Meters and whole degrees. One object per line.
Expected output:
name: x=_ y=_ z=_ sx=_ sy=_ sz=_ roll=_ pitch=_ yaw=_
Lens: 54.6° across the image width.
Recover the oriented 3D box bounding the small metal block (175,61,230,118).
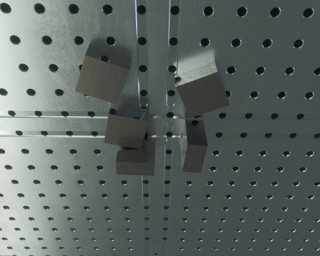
small metal block: x=0.051 y=-0.045 z=0.373 sx=0.050 sy=0.025 sz=0.050 roll=-18 pitch=128 yaw=15

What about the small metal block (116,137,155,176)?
small metal block: x=-0.032 y=0.038 z=0.427 sx=0.050 sy=0.050 sz=0.025 roll=3 pitch=130 yaw=-3

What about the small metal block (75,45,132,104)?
small metal block: x=-0.065 y=-0.061 z=0.359 sx=0.050 sy=0.025 sz=0.050 roll=17 pitch=128 yaw=-14

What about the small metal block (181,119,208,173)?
small metal block: x=0.044 y=0.024 z=0.416 sx=0.025 sy=0.050 sz=0.050 roll=4 pitch=130 yaw=-3

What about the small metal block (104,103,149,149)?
small metal block: x=-0.044 y=-0.002 z=0.409 sx=0.050 sy=0.025 sz=0.050 roll=10 pitch=129 yaw=-9
